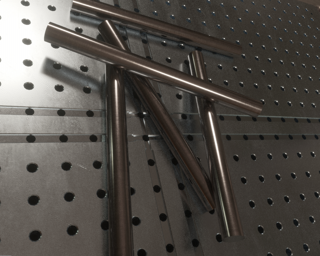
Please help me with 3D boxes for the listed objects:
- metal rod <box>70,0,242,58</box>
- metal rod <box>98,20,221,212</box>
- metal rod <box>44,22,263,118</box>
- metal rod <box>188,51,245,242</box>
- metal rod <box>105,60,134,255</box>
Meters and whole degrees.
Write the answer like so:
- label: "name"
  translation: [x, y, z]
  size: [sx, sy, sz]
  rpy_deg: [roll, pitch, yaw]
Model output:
- label: "metal rod"
  translation: [0.008, -0.163, 0.513]
  size: [0.302, 0.025, 0.025]
  rpy_deg: [9, 58, -24]
- label: "metal rod"
  translation: [-0.005, -0.026, 0.422]
  size: [0.025, 0.025, 0.299]
  rpy_deg: [-21, 73, -36]
- label: "metal rod"
  translation: [0.001, -0.073, 0.415]
  size: [0.302, 0.025, 0.025]
  rpy_deg: [18, 54, -12]
- label: "metal rod"
  translation: [0.070, 0.001, 0.426]
  size: [0.025, 0.025, 0.300]
  rpy_deg: [12, 50, -22]
- label: "metal rod"
  translation: [-0.048, 0.046, 0.355]
  size: [0.025, 0.025, 0.299]
  rpy_deg: [8, 58, -25]
